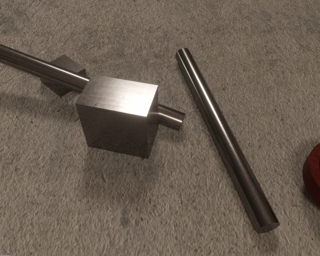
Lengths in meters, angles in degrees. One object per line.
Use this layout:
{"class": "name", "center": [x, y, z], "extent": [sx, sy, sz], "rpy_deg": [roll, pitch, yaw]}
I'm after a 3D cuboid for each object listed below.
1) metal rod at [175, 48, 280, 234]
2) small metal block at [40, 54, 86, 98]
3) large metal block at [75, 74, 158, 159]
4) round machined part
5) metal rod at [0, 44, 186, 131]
{"class": "metal rod", "center": [0.074, -0.009, 0.411], "extent": [0.025, 0.025, 0.300], "rpy_deg": [-11, 51, -9]}
{"class": "small metal block", "center": [-0.147, -0.080, 0.468], "extent": [0.050, 0.025, 0.050], "rpy_deg": [35, 58, 25]}
{"class": "large metal block", "center": [-0.047, -0.013, 0.377], "extent": [0.080, 0.080, 0.050], "rpy_deg": [11, 51, 8]}
{"class": "round machined part", "center": [0.208, 0.062, 0.343], "extent": [0.099, 0.042, 0.098], "rpy_deg": [0, 50, 0]}
{"class": "metal rod", "center": [-0.110, -0.061, 0.426], "extent": [0.301, 0.025, 0.025], "rpy_deg": [21, 53, 6]}
